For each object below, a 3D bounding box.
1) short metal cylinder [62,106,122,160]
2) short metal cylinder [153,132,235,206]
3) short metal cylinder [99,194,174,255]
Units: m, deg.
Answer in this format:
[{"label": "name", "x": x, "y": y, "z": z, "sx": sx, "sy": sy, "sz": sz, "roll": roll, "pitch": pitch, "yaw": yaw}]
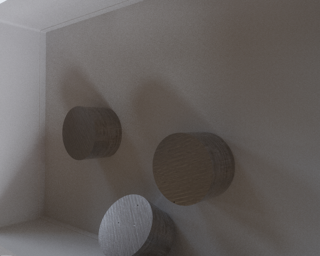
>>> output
[{"label": "short metal cylinder", "x": -0.104, "y": 0.008, "z": 0.474, "sx": 0.080, "sy": 0.050, "sz": 0.079, "roll": 0, "pitch": 90, "yaw": 39}, {"label": "short metal cylinder", "x": 0.038, "y": 0.045, "z": 0.357, "sx": 0.080, "sy": 0.050, "sz": 0.079, "roll": 0, "pitch": 90, "yaw": 39}, {"label": "short metal cylinder", "x": -0.029, "y": 0.131, "z": 0.390, "sx": 0.080, "sy": 0.050, "sz": 0.080, "roll": -21, "pitch": 45, "yaw": 24}]
